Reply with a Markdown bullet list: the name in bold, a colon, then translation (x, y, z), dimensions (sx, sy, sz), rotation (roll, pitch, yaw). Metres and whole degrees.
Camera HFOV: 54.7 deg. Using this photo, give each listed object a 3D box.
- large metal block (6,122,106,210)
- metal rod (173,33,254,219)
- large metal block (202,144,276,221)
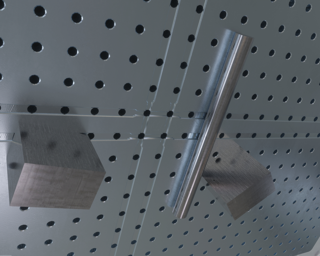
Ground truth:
- **large metal block**: translation (-0.116, 0.041, 0.338), dimensions (0.081, 0.080, 0.050), rotation (13, 112, -34)
- **metal rod**: translation (0.071, 0.012, 0.457), dimensions (0.025, 0.025, 0.298), rotation (2, 118, -29)
- **large metal block**: translation (0.121, 0.084, 0.494), dimensions (0.080, 0.080, 0.050), rotation (-34, 129, -6)
